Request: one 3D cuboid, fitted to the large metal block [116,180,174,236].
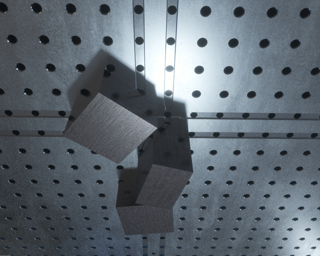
[{"bbox_3d":[-0.022,0.129,0.505,0.080,0.050,0.080,-5,130,4],"label":"large metal block"}]

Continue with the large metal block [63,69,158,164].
[{"bbox_3d":[-0.060,-0.011,0.385,0.080,0.050,0.080,32,123,-25],"label":"large metal block"}]

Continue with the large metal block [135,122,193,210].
[{"bbox_3d":[0.003,0.050,0.419,0.050,0.080,0.079,14,129,-12],"label":"large metal block"}]
